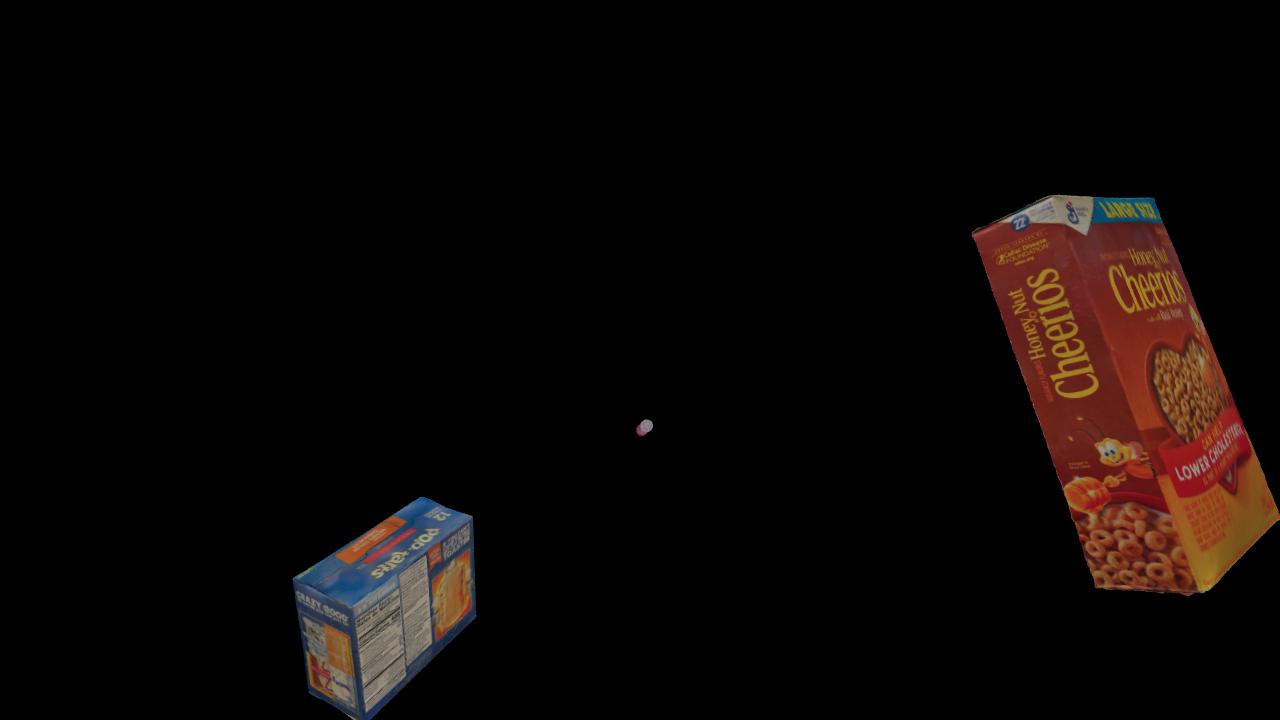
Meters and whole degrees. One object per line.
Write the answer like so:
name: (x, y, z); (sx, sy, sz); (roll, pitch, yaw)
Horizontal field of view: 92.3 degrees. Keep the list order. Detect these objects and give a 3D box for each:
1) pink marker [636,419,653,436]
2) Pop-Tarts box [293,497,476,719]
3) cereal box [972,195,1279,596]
pink marker: (0.006, 0.108, 0.971); (0.020, 0.020, 0.121); (0, -10, -4)
Pop-Tarts box: (-0.257, 0.252, 0.645); (0.083, 0.141, 0.167); (12, 21, 22)
cereal box: (0.414, 0.012, 0.522); (0.203, 0.306, 0.081); (-8, -10, -33)
